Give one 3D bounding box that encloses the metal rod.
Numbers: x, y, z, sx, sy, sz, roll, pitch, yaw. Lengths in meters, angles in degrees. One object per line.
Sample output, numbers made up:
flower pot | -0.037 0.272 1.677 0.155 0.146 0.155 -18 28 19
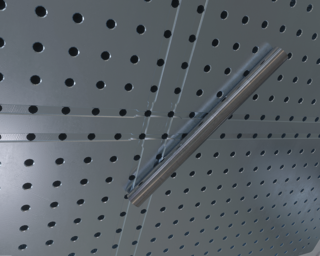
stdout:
metal rod | 0.066 0.000 0.446 0.300 0.025 0.025 -45 129 3
